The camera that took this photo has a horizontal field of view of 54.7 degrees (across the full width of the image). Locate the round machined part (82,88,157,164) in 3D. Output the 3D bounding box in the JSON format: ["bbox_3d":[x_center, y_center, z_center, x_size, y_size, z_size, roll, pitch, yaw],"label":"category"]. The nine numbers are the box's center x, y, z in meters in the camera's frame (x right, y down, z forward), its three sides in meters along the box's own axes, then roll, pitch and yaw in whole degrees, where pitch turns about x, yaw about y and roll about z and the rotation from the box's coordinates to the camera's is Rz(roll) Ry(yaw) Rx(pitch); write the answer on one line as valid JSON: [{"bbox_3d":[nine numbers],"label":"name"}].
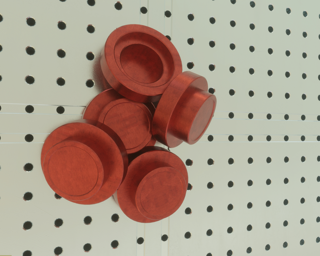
[{"bbox_3d":[-0.046,-0.003,0.386,0.099,0.042,0.097,0,90,-21],"label":"round machined part"}]

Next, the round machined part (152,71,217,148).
[{"bbox_3d":[0.036,-0.018,0.387,0.042,0.098,0.098,28,78,23],"label":"round machined part"}]

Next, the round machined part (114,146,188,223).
[{"bbox_3d":[-0.006,0.075,0.389,0.099,0.042,0.097,-6,104,-25],"label":"round machined part"}]

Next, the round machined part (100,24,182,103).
[{"bbox_3d":[-0.026,-0.075,0.383,0.099,0.042,0.098,10,65,-22],"label":"round machined part"}]

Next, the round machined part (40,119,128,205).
[{"bbox_3d":[-0.089,0.042,0.346,0.098,0.042,0.097,2,103,9],"label":"round machined part"}]
